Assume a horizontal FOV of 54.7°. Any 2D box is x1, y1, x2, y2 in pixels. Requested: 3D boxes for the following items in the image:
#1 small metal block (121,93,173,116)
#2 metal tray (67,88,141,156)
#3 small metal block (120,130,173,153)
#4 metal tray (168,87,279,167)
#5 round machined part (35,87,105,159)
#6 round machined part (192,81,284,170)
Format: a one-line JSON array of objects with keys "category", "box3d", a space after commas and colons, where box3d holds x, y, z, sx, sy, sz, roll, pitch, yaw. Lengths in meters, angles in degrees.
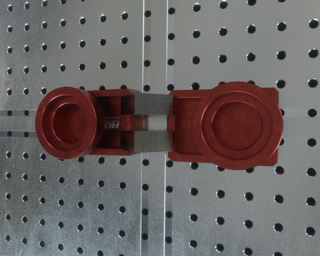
[{"category": "small metal block", "box3d": [-0.017, -0.029, 0.390, 0.050, 0.050, 0.025, -178, 89, -64]}, {"category": "metal tray", "box3d": [-0.094, -0.008, 0.444, 0.130, 0.030, 0.089, -1, 92, 20]}, {"category": "small metal block", "box3d": [-0.018, 0.016, 0.390, 0.050, 0.050, 0.025, -178, 89, -64]}, {"category": "metal tray", "box3d": [0.077, -0.002, 0.383, 0.130, 0.030, 0.089, 1, 90, 19]}, {"category": "round machined part", "box3d": [-0.120, -0.007, 0.433, 0.098, 0.042, 0.097, 0, 90, 20]}, {"category": "round machined part", "box3d": [0.090, -0.003, 0.358, 0.098, 0.042, 0.097, 0, 90, 20]}]
